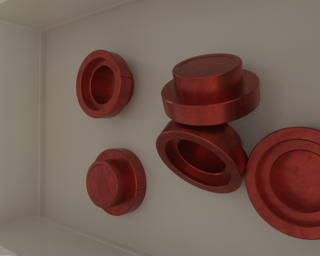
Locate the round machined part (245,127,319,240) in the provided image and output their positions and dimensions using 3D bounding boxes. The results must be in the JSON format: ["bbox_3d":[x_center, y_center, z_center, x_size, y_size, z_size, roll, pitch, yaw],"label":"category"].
[{"bbox_3d":[0.133,0.047,0.285,0.098,0.042,0.097,0,90,39],"label":"round machined part"}]

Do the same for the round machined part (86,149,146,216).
[{"bbox_3d":[-0.070,0.079,0.451,0.098,0.042,0.097,0,90,39],"label":"round machined part"}]

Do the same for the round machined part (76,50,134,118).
[{"bbox_3d":[-0.077,-0.063,0.457,0.098,0.042,0.097,0,90,39],"label":"round machined part"}]

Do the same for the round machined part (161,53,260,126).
[{"bbox_3d":[0.049,-0.045,0.313,0.098,0.099,0.042,14,128,39],"label":"round machined part"}]

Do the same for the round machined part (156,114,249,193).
[{"bbox_3d":[0.048,0.023,0.332,0.098,0.042,0.097,25,147,18],"label":"round machined part"}]
